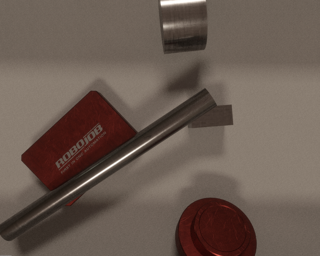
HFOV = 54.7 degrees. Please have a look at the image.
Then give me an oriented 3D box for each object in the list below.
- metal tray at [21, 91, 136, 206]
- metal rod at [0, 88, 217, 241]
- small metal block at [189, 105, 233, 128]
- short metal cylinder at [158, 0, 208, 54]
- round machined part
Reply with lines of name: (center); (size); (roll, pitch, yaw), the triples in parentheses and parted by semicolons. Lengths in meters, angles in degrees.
metal tray: (-0.101, 0.026, 0.408); (0.130, 0.030, 0.090); (-43, 91, 0)
metal rod: (-0.066, 0.047, 0.372); (0.300, 0.025, 0.025); (-34, 91, 5)
small metal block: (0.063, -0.014, 0.400); (0.050, 0.050, 0.025); (-5, 90, -1)
short metal cylinder: (0.026, -0.135, 0.384); (0.050, 0.080, 0.079); (-6, 90, 0)
round machined part: (0.071, 0.129, 0.378); (0.099, 0.042, 0.098); (5, 50, -6)
